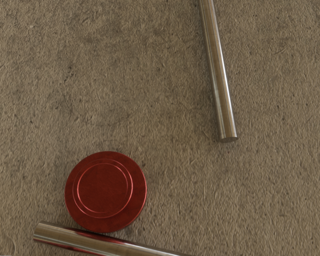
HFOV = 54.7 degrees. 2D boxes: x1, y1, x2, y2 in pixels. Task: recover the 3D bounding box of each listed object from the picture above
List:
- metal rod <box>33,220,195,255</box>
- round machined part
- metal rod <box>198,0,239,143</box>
[{"bbox_3d":[0.006,0.151,0.352,0.302,0.025,0.025,12,71,4],"label":"metal rod"},{"bbox_3d":[-0.065,0.074,0.371,0.099,0.042,0.098,0,70,-1],"label":"round machined part"},{"bbox_3d":[0.078,-0.124,0.454,0.025,0.025,0.299,-4,70,-2],"label":"metal rod"}]
